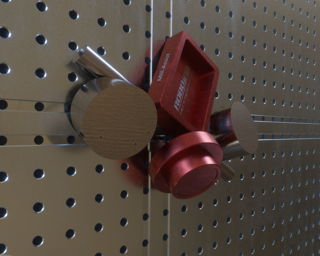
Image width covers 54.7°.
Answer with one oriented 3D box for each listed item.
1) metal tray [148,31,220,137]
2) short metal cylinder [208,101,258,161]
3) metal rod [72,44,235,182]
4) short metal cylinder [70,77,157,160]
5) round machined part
[{"bbox_3d":[0.034,-0.053,0.415,0.090,0.030,0.130,39,53,-33],"label":"metal tray"},{"bbox_3d":[0.105,0.006,0.465,0.080,0.050,0.080,25,55,-42],"label":"short metal cylinder"},{"bbox_3d":[0.012,-0.003,0.419,0.301,0.025,0.025,38,67,-33],"label":"metal rod"},{"bbox_3d":[-0.050,-0.012,0.335,0.081,0.050,0.079,-10,111,-27],"label":"short metal cylinder"},{"bbox_3d":[0.038,0.054,0.395,0.099,0.042,0.097,-18,140,-15],"label":"round machined part"}]
